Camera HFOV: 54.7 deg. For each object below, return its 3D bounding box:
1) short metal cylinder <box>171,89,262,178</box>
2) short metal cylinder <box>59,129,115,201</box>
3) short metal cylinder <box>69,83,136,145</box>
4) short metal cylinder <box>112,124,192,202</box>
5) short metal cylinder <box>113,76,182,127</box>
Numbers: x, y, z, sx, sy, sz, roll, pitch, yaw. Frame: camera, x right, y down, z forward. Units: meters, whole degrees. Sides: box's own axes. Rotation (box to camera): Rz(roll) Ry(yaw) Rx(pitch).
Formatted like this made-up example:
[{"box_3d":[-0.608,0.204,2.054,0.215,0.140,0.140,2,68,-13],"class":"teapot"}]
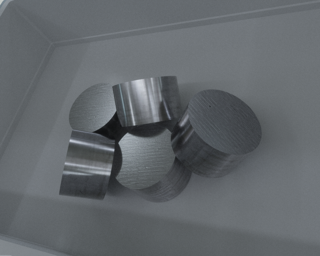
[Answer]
[{"box_3d":[0.058,0.006,0.327,0.081,0.050,0.080,11,52,-14],"class":"short metal cylinder"},{"box_3d":[-0.089,0.045,0.377,0.050,0.080,0.080,11,59,-14],"class":"short metal cylinder"},{"box_3d":[-0.079,-0.016,0.436,0.080,0.050,0.080,-13,56,20],"class":"short metal cylinder"},{"box_3d":[-0.009,0.041,0.366,0.080,0.050,0.080,-13,56,20],"class":"short metal cylinder"},{"box_3d":[-0.015,-0.033,0.385,0.080,0.080,0.050,-8,94,24],"class":"short metal cylinder"}]
